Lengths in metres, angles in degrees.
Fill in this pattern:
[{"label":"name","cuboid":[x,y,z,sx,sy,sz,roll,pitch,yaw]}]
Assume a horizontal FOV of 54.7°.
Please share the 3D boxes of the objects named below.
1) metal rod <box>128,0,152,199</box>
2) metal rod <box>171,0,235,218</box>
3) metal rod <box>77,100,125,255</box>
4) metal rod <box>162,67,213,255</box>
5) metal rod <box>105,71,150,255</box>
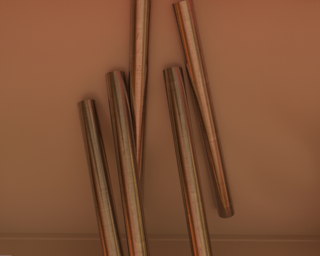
[{"label":"metal rod","cuboid":[-0.030,-0.013,0.405,0.025,0.025,0.298,3,110,-1]},{"label":"metal rod","cuboid":[0.062,-0.010,0.407,0.025,0.025,0.298,-13,110,5]},{"label":"metal rod","cuboid":[-0.064,0.111,0.377,0.025,0.025,0.299,-13,81,4]},{"label":"metal rod","cuboid":[0.038,0.074,0.374,0.025,0.025,0.298,-9,85,3]},{"label":"metal rod","cuboid":[-0.035,0.079,0.374,0.025,0.025,0.298,-9,85,3]}]
